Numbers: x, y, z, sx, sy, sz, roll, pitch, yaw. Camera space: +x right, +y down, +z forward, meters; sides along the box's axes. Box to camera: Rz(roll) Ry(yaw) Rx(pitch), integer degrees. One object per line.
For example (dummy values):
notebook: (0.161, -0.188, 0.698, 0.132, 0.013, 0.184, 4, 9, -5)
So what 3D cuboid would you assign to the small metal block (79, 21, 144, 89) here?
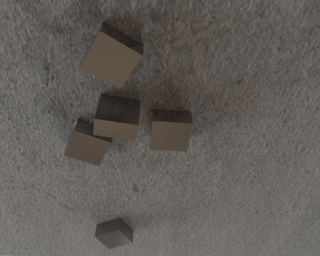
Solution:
small metal block: (-0.053, -0.079, 0.339, 0.050, 0.025, 0.050, 26, 125, -21)

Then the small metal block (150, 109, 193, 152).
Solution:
small metal block: (0.014, 0.004, 0.411, 0.050, 0.025, 0.050, 4, 130, -4)

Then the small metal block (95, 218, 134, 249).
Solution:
small metal block: (-0.084, 0.196, 0.573, 0.050, 0.025, 0.050, -20, 128, 16)

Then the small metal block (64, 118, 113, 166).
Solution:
small metal block: (-0.097, 0.020, 0.423, 0.050, 0.025, 0.050, 21, 127, -17)

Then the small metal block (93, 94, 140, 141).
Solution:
small metal block: (-0.052, -0.014, 0.379, 0.050, 0.050, 0.025, 8, 130, -8)
